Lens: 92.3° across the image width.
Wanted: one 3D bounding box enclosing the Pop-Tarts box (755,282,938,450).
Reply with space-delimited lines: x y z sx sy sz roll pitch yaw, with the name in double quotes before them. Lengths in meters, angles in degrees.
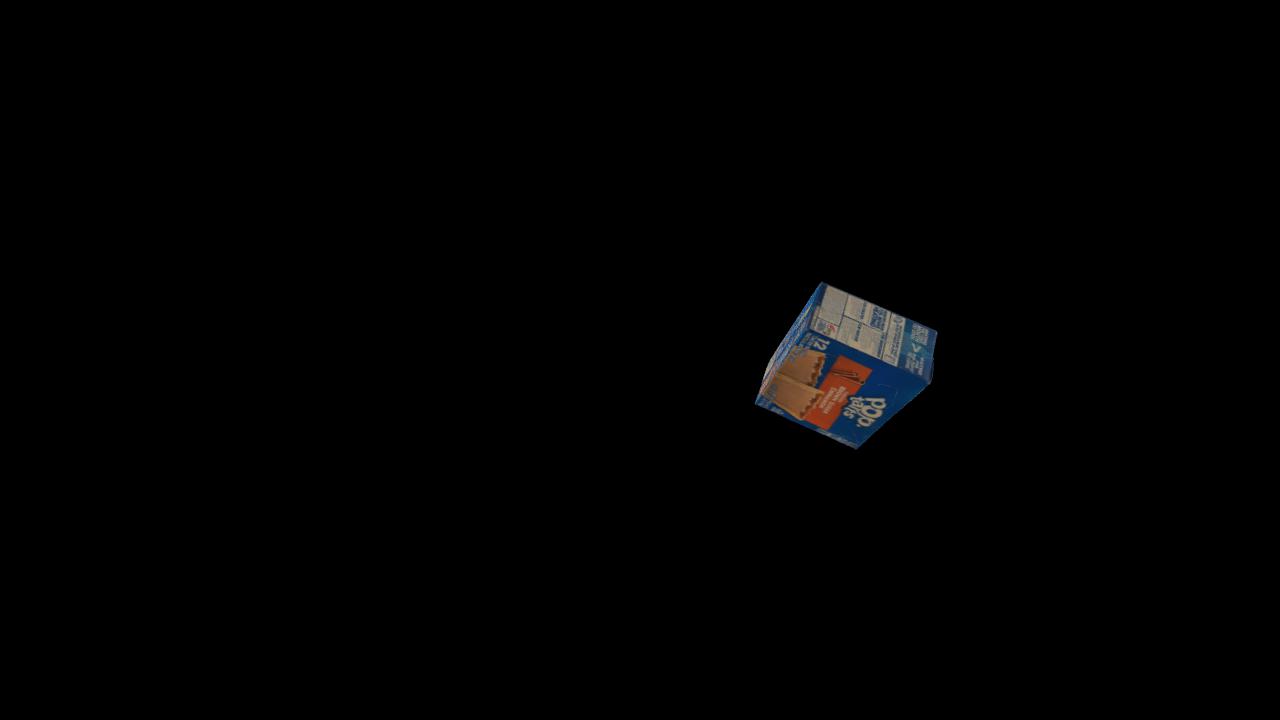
"Pop-Tarts box" 0.235 0.012 0.723 0.141 0.083 0.167 24 -34 4
